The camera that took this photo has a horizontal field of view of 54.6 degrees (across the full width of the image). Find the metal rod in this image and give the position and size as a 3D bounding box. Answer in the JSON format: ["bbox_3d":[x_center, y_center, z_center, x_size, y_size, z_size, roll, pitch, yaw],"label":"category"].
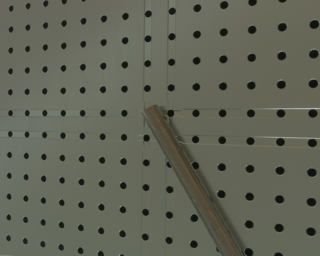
[{"bbox_3d":[0.059,0.103,0.391,0.025,0.025,0.299,-33,80,17],"label":"metal rod"}]
